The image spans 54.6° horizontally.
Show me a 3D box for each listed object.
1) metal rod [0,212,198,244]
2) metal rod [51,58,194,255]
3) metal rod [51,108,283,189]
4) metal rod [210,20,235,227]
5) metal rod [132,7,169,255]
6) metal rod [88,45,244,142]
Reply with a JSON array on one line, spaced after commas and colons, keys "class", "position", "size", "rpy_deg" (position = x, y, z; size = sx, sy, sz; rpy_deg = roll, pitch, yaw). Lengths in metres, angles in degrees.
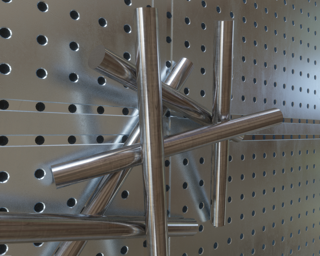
[{"class": "metal rod", "position": [-0.051, 0.107, 0.335], "size": [0.301, 0.025, 0.025], "rpy_deg": [20, 77, -48]}, {"class": "metal rod", "position": [-0.035, 0.028, 0.378], "size": [0.025, 0.025, 0.300], "rpy_deg": [46, 63, -30]}, {"class": "metal rod", "position": [0.027, 0.017, 0.375], "size": [0.302, 0.025, 0.025], "rpy_deg": [-14, 99, -22]}, {"class": "metal rod", "position": [0.085, 0.008, 0.432], "size": [0.025, 0.025, 0.298], "rpy_deg": [-20, 117, -38]}, {"class": "metal rod", "position": [-0.008, 0.031, 0.332], "size": [0.025, 0.025, 0.298], "rpy_deg": [-13, 105, -39]}, {"class": "metal rod", "position": [0.034, -0.028, 0.406], "size": [0.301, 0.025, 0.025], "rpy_deg": [23, 76, -47]}]
